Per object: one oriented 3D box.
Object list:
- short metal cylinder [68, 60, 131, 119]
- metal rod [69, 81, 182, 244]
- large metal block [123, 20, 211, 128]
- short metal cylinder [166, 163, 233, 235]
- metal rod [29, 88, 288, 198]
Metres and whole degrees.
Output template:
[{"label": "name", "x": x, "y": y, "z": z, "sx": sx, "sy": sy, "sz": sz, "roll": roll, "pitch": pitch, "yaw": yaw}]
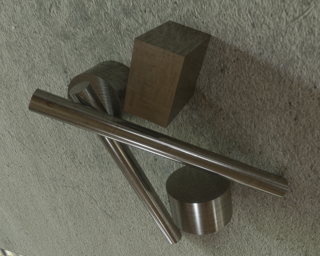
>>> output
[{"label": "short metal cylinder", "x": -0.071, "y": -0.041, "z": 0.402, "sx": 0.080, "sy": 0.050, "sz": 0.079, "roll": 13, "pitch": 124, "yaw": 21}, {"label": "metal rod", "x": -0.033, "y": 0.067, "z": 0.423, "sx": 0.025, "sy": 0.025, "sz": 0.299, "roll": -4, "pitch": 130, "yaw": 30}, {"label": "large metal block", "x": 0.008, "y": -0.060, "z": 0.330, "sx": 0.050, "sy": 0.080, "sz": 0.079, "roll": 24, "pitch": 127, "yaw": 13}, {"label": "short metal cylinder", "x": 0.051, "y": 0.089, "z": 0.399, "sx": 0.080, "sy": 0.080, "sz": 0.050, "roll": 4, "pitch": 120, "yaw": 26}, {"label": "metal rod", "x": 0.008, "y": 0.021, "z": 0.349, "sx": 0.302, "sy": 0.025, "sz": 0.025, "roll": 20, "pitch": 129, "yaw": -10}]
